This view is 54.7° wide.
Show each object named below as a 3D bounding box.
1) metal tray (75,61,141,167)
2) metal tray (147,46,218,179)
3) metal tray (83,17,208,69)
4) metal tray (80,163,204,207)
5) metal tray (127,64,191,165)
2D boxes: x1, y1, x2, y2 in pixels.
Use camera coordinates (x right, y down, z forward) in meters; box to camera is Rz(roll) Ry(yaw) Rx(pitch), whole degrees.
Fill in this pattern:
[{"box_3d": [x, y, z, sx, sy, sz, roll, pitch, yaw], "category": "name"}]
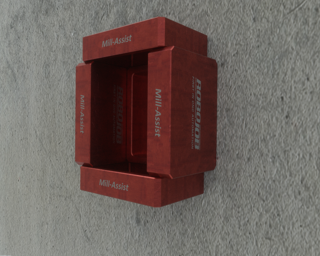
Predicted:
[{"box_3d": [-0.067, -0.018, 0.416, 0.030, 0.091, 0.129, 1, 91, 40], "category": "metal tray"}, {"box_3d": [0.027, -0.015, 0.339, 0.030, 0.091, 0.129, 1, 91, 40], "category": "metal tray"}, {"box_3d": [-0.020, -0.096, 0.378, 0.130, 0.091, 0.030, 1, 91, 39], "category": "metal tray"}, {"box_3d": [-0.023, 0.063, 0.381, 0.130, 0.091, 0.030, 1, 91, 39], "category": "metal tray"}, {"box_3d": [-0.001, -0.017, 0.402, 0.090, 0.030, 0.129, 1, 91, 39], "category": "metal tray"}]
